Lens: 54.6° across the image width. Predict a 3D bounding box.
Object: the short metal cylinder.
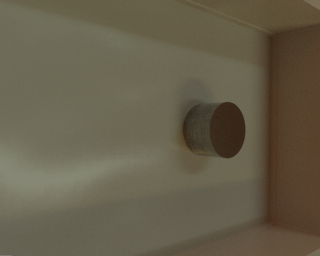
[{"bbox_3d":[0.081,0.003,0.457,0.081,0.050,0.080,0,90,-40],"label":"short metal cylinder"}]
